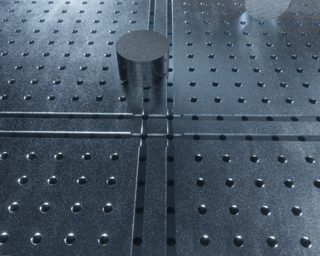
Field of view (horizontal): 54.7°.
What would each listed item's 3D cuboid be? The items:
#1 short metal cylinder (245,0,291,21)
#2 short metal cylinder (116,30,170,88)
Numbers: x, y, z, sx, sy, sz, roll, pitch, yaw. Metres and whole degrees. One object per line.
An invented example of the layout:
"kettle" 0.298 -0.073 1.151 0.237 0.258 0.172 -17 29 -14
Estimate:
"short metal cylinder" 0.202 -0.253 0.586 0.080 0.080 0.050 6 51 5
"short metal cylinder" -0.026 -0.109 0.482 0.081 0.050 0.080 0 50 0
